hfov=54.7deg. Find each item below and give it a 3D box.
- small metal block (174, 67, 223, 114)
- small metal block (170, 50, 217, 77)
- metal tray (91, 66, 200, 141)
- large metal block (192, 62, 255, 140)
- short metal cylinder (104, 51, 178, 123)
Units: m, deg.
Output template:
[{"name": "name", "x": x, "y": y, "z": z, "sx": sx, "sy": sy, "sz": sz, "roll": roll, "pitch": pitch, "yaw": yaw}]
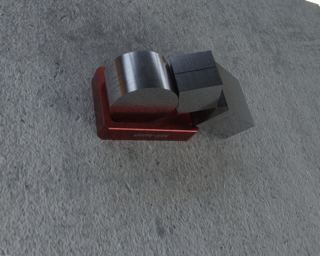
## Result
[{"name": "small metal block", "x": 0.044, "y": -0.044, "z": 0.372, "sx": 0.050, "sy": 0.050, "sz": 0.025, "roll": -11, "pitch": 63, "yaw": -4}, {"name": "small metal block", "x": 0.039, "y": -0.066, "z": 0.383, "sx": 0.050, "sy": 0.050, "sz": 0.025, "roll": -11, "pitch": 63, "yaw": -4}, {"name": "metal tray", "x": -0.019, "y": -0.030, "z": 0.410, "sx": 0.131, "sy": 0.030, "sz": 0.090, "roll": 2, "pitch": 61, "yaw": -27}, {"name": "large metal block", "x": 0.083, "y": -0.038, "z": 0.438, "sx": 0.080, "sy": 0.050, "sz": 0.080, "roll": 22, "pitch": 49, "yaw": -48}, {"name": "short metal cylinder", "x": -0.023, "y": -0.046, "z": 0.369, "sx": 0.081, "sy": 0.080, "sz": 0.050, "roll": 1, "pitch": 62, "yaw": -28}]
